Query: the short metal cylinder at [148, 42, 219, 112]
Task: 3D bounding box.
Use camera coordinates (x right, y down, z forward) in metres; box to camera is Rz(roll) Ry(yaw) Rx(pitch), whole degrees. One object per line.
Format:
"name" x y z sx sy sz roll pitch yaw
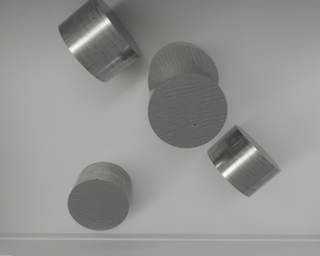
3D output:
"short metal cylinder" 0.026 -0.062 0.376 0.081 0.050 0.079 0 110 -1

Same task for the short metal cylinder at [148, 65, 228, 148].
"short metal cylinder" 0.028 -0.025 0.336 0.081 0.050 0.079 0 110 -1

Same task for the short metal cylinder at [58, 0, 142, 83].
"short metal cylinder" -0.065 -0.098 0.345 0.050 0.080 0.080 -35 107 12

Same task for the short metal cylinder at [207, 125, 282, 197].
"short metal cylinder" 0.107 0.041 0.399 0.080 0.080 0.050 41 105 -14

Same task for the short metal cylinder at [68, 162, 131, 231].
"short metal cylinder" -0.081 0.094 0.432 0.081 0.050 0.079 0 110 -1
